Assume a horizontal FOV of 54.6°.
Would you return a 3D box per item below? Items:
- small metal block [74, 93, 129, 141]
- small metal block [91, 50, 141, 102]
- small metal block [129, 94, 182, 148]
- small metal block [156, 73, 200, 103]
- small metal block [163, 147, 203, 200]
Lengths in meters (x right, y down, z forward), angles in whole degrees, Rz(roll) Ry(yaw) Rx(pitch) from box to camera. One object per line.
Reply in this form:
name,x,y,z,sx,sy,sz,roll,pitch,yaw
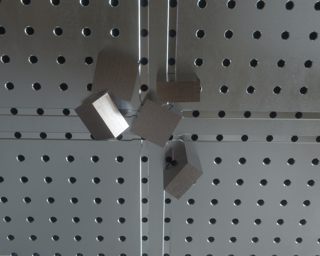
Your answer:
small metal block,-0.075,-0.013,0.393,0.050,0.025,0.050,-9,118,50
small metal block,-0.055,-0.065,0.389,0.050,0.025,0.050,14,110,-5
small metal block,-0.005,-0.009,0.410,0.050,0.025,0.050,27,108,-10
small metal block,0.021,-0.050,0.382,0.050,0.050,0.025,-1,110,0
small metal block,0.030,0.061,0.422,0.025,0.050,0.050,36,106,-12
